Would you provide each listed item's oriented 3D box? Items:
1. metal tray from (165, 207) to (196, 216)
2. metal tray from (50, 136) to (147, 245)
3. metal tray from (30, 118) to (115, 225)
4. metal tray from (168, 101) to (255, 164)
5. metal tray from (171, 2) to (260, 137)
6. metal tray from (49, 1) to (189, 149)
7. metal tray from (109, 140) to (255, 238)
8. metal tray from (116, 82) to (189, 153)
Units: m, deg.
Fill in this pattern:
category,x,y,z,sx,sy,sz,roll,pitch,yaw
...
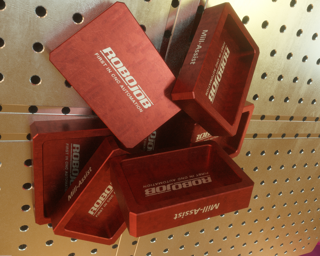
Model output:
category,x,y,z,sx,sy,sz,roll,pitch,yaw
metal tray,0.040,0.098,0.447,0.090,0.030,0.130,-26,161,-12
metal tray,-0.062,0.082,0.385,0.090,0.030,0.130,30,102,-38
metal tray,-0.108,0.053,0.382,0.091,0.030,0.129,-5,120,-27
metal tray,0.072,0.011,0.430,0.131,0.030,0.089,-16,127,-40
metal tray,0.070,-0.066,0.361,0.090,0.030,0.130,38,64,-38
metal tray,-0.039,-0.053,0.331,0.090,0.030,0.130,-39,114,-2
metal tray,0.020,0.057,0.331,0.131,0.090,0.030,-9,122,-19
metal tray,-0.011,0.007,0.405,0.091,0.030,0.129,-6,119,-28
